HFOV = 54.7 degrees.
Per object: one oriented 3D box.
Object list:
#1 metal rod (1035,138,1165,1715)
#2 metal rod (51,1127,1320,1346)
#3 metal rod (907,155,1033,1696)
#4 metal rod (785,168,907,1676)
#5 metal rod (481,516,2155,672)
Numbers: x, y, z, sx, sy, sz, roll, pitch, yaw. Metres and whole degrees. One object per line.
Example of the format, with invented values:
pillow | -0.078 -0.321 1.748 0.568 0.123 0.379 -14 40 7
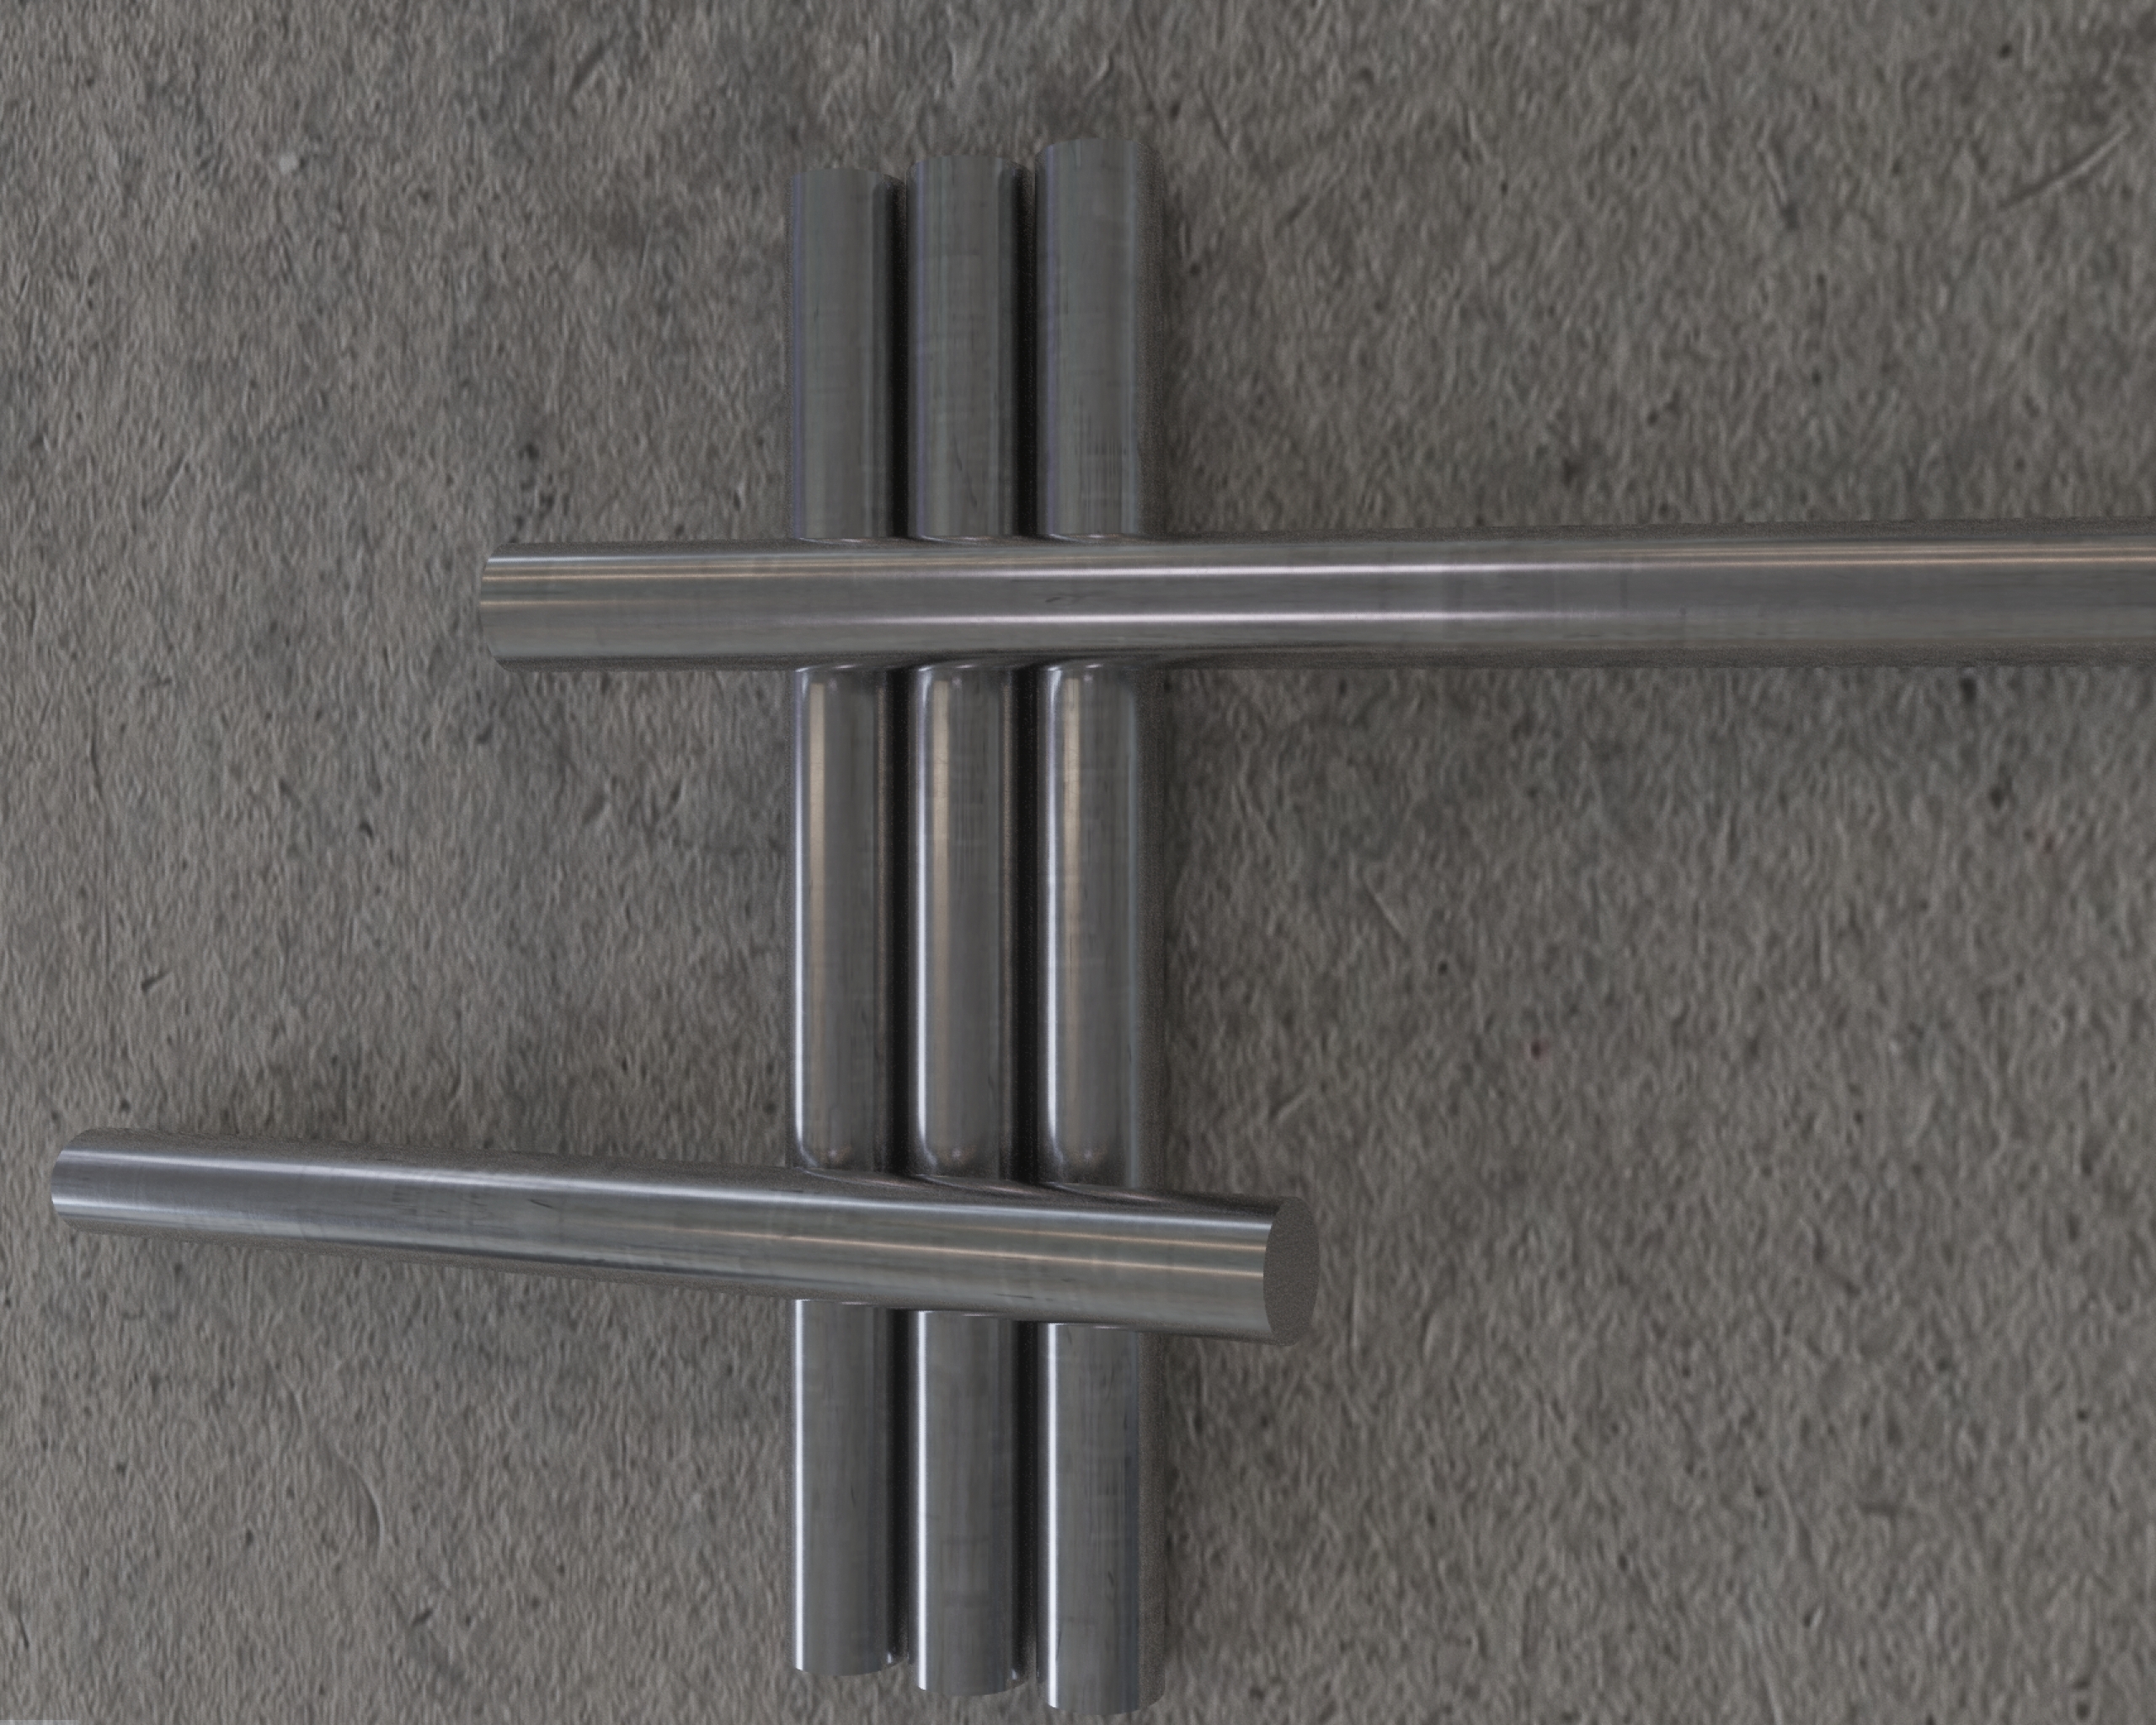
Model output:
metal rod | 0.004 0.012 0.407 0.025 0.025 0.298 0 90 20
metal rod | -0.097 0.072 0.421 0.300 0.025 0.025 -1 90 27
metal rod | -0.021 0.012 0.416 0.025 0.025 0.298 0 90 20
metal rod | -0.047 0.012 0.425 0.025 0.025 0.298 0 90 20
metal rod | 0.038 -0.047 0.373 0.301 0.025 0.025 1 90 11
